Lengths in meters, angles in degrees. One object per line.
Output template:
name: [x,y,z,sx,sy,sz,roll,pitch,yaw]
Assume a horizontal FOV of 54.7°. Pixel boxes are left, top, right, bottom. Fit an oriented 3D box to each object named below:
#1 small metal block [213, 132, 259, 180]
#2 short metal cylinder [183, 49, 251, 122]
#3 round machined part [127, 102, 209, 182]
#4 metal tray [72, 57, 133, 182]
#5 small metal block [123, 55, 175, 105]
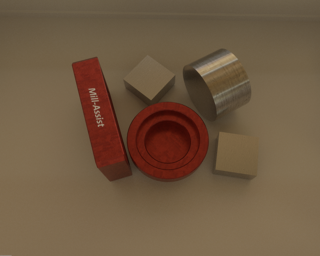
small metal block: [0.097,0.036,0.396,0.050,0.025,0.050,8,70,4]
short metal cylinder: [0.072,-0.055,0.400,0.050,0.080,0.080,-28,73,-10]
round machined part: [0.009,0.020,0.390,0.099,0.042,0.098,0,70,-1]
metal tray: [-0.068,-0.008,0.375,0.030,0.090,0.130,-16,71,-6]
small metal block: [-0.014,-0.065,0.431,0.050,0.025,0.050,38,75,14]
